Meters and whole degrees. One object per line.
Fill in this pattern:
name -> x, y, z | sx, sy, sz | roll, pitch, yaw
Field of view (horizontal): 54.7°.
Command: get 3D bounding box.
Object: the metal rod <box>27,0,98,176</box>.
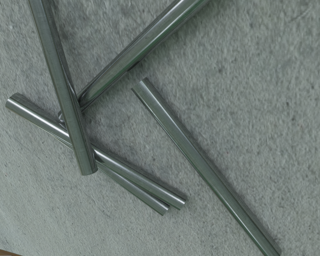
metal rod -> -0.131, -0.076, 0.401 | 0.025, 0.025, 0.298 | -2, 110, 29

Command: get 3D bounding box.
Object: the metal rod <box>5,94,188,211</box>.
metal rod -> -0.096, 0.035, 0.463 | 0.301, 0.025, 0.025 | 30, 128, 3

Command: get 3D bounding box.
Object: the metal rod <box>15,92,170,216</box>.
metal rod -> -0.112, 0.039, 0.487 | 0.301, 0.025, 0.025 | 35, 129, 4

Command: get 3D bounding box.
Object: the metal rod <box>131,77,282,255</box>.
metal rod -> 0.066, 0.060, 0.407 | 0.025, 0.025, 0.300 | -32, 101, 38

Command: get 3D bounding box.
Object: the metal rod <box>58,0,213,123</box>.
metal rod -> -0.042, -0.080, 0.377 | 0.299, 0.025, 0.025 | -32, 101, 38
